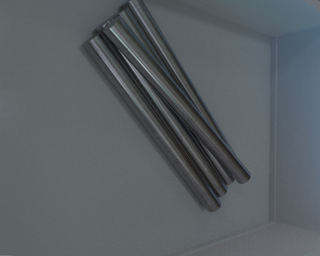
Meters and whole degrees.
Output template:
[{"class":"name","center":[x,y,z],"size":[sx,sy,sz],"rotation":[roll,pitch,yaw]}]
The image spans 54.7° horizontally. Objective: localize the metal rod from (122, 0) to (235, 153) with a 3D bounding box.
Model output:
[{"class":"metal rod","center":[0.043,-0.046,0.440],"size":[0.025,0.025,0.300],"rotation":[-51,120,-28]}]

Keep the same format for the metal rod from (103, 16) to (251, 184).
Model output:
[{"class":"metal rod","center":[0.039,-0.017,0.404],"size":[0.300,0.025,0.025],"rotation":[46,63,-30]}]

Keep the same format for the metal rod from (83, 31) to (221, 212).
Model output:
[{"class":"metal rod","center":[0.004,0.010,0.408],"size":[0.025,0.025,0.300],"rotation":[-51,120,-28]}]

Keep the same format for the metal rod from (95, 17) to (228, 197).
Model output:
[{"class":"metal rod","center":[0.016,-0.010,0.418],"size":[0.025,0.025,0.300],"rotation":[-51,120,-28]}]

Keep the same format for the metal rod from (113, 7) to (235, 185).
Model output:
[{"class":"metal rod","center":[0.030,-0.026,0.430],"size":[0.025,0.025,0.300],"rotation":[-51,120,-28]}]
